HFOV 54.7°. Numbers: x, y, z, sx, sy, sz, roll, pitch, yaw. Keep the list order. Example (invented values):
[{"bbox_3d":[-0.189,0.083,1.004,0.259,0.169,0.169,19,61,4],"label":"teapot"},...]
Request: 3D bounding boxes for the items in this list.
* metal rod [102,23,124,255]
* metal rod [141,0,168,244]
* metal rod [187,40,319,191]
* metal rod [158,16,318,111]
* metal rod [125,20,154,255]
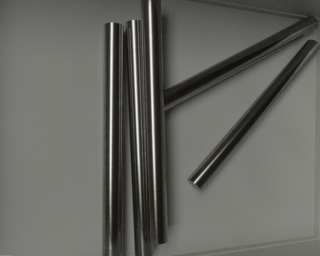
[{"bbox_3d":[-0.059,0.021,0.388,0.025,0.025,0.298,0,90,-20],"label":"metal rod"},{"bbox_3d":[-0.007,-0.009,0.384,0.025,0.025,0.298,-2,90,-20],"label":"metal rod"},{"bbox_3d":[0.147,-0.027,0.464,0.301,0.025,0.025,-47,105,-14],"label":"metal rod"},{"bbox_3d":[0.119,-0.099,0.453,0.302,0.025,0.025,-29,100,-18],"label":"metal rod"},{"bbox_3d":[-0.026,0.014,0.400,0.025,0.025,0.298,-3,91,-20],"label":"metal rod"}]
